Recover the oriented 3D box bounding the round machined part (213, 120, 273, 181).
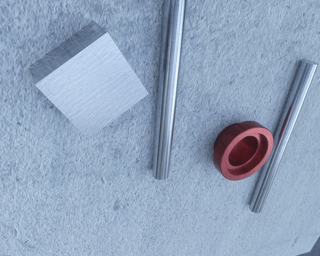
[{"bbox_3d":[0.124,0.031,0.486,0.099,0.042,0.097,-14,125,-21],"label":"round machined part"}]

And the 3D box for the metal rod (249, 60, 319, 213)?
[{"bbox_3d":[0.208,0.029,0.541,0.025,0.025,0.298,-6,121,-26],"label":"metal rod"}]

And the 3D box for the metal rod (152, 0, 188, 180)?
[{"bbox_3d":[0.011,-0.061,0.376,0.025,0.025,0.298,-10,123,-24],"label":"metal rod"}]

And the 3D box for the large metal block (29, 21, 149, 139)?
[{"bbox_3d":[-0.072,-0.049,0.322,0.080,0.050,0.080,-38,130,-3],"label":"large metal block"}]
